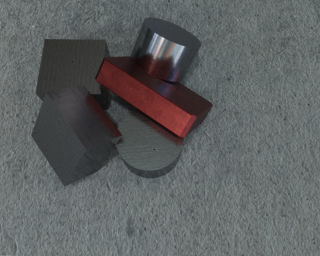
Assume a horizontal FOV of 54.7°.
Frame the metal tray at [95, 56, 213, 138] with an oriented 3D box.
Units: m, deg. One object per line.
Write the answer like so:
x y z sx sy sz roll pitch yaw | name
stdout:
-0.004 -0.045 0.393 0.130 0.090 0.030 34 113 11 | metal tray

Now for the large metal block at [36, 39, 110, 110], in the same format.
-0.113 -0.071 0.419 0.080 0.050 0.080 1 70 0 | large metal block

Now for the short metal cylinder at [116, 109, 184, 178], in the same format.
-0.012 0.019 0.390 0.081 0.050 0.080 0 70 0 | short metal cylinder

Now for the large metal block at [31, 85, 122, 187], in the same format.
-0.102 0.009 0.369 0.050 0.080 0.080 -22 68 -46 | large metal block

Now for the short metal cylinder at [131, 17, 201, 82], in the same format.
0.007 -0.105 0.414 0.080 0.050 0.080 19 33 -12 | short metal cylinder
